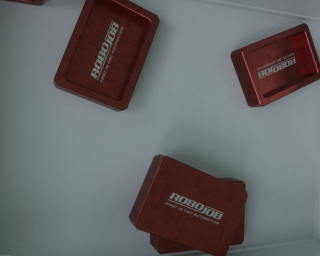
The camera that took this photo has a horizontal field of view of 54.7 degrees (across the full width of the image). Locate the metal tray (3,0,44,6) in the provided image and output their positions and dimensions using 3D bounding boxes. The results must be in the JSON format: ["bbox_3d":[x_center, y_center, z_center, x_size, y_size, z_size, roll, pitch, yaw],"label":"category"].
[{"bbox_3d":[-0.185,-0.162,0.307,0.131,0.090,0.030,2,90,-20],"label":"metal tray"}]

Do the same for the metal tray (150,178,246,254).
[{"bbox_3d":[0.054,0.117,0.428,0.131,0.030,0.089,2,90,-20],"label":"metal tray"}]

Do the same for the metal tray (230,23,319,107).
[{"bbox_3d":[0.181,-0.096,0.473,0.131,0.030,0.090,-25,98,-18],"label":"metal tray"}]

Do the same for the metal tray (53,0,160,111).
[{"bbox_3d":[-0.065,-0.095,0.383,0.091,0.030,0.130,22,83,-19],"label":"metal tray"}]

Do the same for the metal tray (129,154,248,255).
[{"bbox_3d":[0.038,0.098,0.390,0.131,0.030,0.090,25,81,-18],"label":"metal tray"}]
